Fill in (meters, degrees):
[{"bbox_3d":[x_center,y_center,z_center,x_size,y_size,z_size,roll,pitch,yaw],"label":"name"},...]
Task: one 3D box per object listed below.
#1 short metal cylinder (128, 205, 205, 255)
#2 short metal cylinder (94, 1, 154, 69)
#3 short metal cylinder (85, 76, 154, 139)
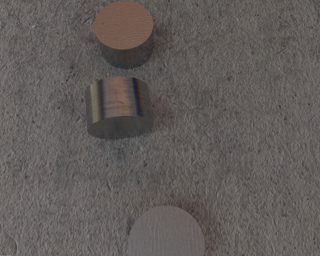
[{"bbox_3d":[0.007,0.130,0.347,0.081,0.050,0.080,0,70,0],"label":"short metal cylinder"},{"bbox_3d":[-0.049,-0.132,0.443,0.081,0.050,0.080,0,70,0],"label":"short metal cylinder"},{"bbox_3d":[-0.051,-0.022,0.387,0.081,0.080,0.050,-8,70,-3],"label":"short metal cylinder"}]
